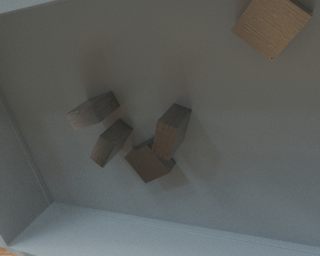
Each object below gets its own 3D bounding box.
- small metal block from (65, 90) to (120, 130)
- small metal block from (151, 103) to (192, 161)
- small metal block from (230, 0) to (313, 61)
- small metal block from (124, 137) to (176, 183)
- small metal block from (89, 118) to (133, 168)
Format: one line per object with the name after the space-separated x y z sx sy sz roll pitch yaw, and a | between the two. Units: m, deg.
-0.092 -0.024 0.426 0.050 0.050 0.025 -15 111 34 | small metal block
0.015 0.004 0.387 0.025 0.050 0.050 23 127 15 | small metal block
0.104 -0.100 0.291 0.050 0.025 0.050 37 129 3 | small metal block
-0.014 0.046 0.445 0.050 0.025 0.050 -31 102 38 | small metal block
-0.070 0.021 0.443 0.025 0.050 0.050 37 129 4 | small metal block
